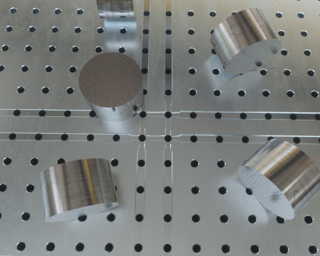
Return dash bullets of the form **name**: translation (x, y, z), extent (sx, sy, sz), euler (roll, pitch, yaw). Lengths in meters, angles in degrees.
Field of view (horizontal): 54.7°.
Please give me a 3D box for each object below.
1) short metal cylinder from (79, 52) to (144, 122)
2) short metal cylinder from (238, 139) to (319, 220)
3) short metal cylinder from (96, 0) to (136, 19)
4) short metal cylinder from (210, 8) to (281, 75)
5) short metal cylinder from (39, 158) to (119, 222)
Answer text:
- **short metal cylinder**: translation (-0.063, -0.054, 0.418), extent (0.081, 0.050, 0.080), euler (0, 70, -1)
- **short metal cylinder**: translation (0.140, 0.059, 0.363), extent (0.050, 0.080, 0.080), euler (-39, 75, -13)
- **short metal cylinder**: translation (-0.063, -0.203, 0.456), extent (0.050, 0.080, 0.080), euler (-1, 70, -1)
- **short metal cylinder**: translation (0.117, -0.116, 0.427), extent (0.081, 0.080, 0.050), euler (-19, 71, -7)
- **short metal cylinder**: translation (-0.093, 0.072, 0.355), extent (0.081, 0.080, 0.050), euler (-14, 71, -5)
